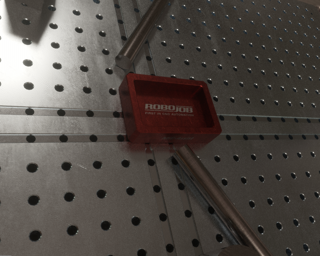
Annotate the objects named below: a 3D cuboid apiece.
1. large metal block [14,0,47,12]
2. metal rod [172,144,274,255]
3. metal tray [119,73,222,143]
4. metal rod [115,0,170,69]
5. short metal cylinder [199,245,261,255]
[{"bbox_3d":[-0.168,-0.222,0.419,0.050,0.080,0.080,19,54,-18],"label":"large metal block"},{"bbox_3d":[0.116,0.146,0.383,0.025,0.025,0.299,-30,79,-38],"label":"metal rod"},{"bbox_3d":[0.015,-0.026,0.430,0.131,0.030,0.090,1,61,-28],"label":"metal tray"},{"bbox_3d":[-0.006,-0.203,0.530,0.025,0.025,0.300,30,52,-10],"label":"metal rod"},{"bbox_3d":[0.075,0.171,0.330,0.081,0.050,0.080,14,56,-21],"label":"short metal cylinder"}]
